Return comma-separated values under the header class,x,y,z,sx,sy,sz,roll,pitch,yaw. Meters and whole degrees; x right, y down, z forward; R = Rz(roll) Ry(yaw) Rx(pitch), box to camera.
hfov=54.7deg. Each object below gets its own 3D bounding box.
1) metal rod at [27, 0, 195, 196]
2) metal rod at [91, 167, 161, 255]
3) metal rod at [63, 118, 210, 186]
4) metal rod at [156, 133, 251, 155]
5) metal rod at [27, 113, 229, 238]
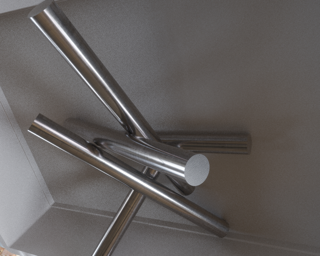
class,x,y,z,sx,sy,sz,roll,pitch,yaw
metal rod,-0.028,-0.005,0.345,0.025,0.025,0.300,-5,140,31
metal rod,-0.074,0.165,0.439,0.025,0.025,0.299,31,92,8
metal rod,-0.055,0.014,0.359,0.300,0.025,0.025,12,129,55
metal rod,-0.028,0.019,0.435,0.300,0.025,0.025,0,118,28
metal rod,-0.027,0.071,0.406,0.301,0.025,0.025,33,132,-19
